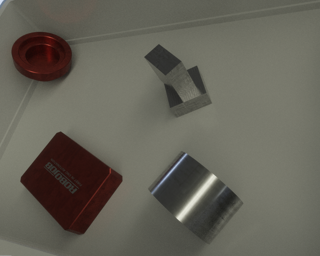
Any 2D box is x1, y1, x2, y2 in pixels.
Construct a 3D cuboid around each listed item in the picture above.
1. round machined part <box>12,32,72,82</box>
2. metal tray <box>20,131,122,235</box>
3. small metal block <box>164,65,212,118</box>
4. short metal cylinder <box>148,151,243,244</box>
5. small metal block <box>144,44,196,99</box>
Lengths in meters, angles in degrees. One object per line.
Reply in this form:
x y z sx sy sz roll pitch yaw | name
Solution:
-0.210 -0.123 0.557 0.099 0.042 0.098 8 58 -12 | round machined part
-0.124 0.070 0.423 0.130 0.030 0.090 28 77 37 | metal tray
0.036 -0.049 0.416 0.050 0.025 0.050 -22 54 14 | small metal block
0.035 0.068 0.310 0.050 0.080 0.080 -48 52 -6 | short metal cylinder
0.013 -0.072 0.394 0.025 0.050 0.050 -42 51 -1 | small metal block
